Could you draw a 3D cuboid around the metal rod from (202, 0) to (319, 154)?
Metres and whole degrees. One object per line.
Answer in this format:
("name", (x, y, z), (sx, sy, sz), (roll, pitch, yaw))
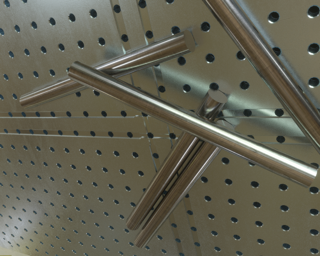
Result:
("metal rod", (0.097, -0.079, 0.311), (0.025, 0.025, 0.300), (-34, 100, 38))

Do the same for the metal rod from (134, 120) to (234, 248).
("metal rod", (0.022, 0.101, 0.462), (0.025, 0.025, 0.298), (34, 129, 6))

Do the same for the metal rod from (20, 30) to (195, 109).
("metal rod", (-0.091, -0.068, 0.417), (0.300, 0.025, 0.025), (-12, 112, 33))

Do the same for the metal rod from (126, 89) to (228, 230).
("metal rod", (0.009, 0.065, 0.446), (0.025, 0.025, 0.298), (34, 129, 6))

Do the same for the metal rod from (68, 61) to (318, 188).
("metal rod", (0.026, -0.010, 0.357), (0.301, 0.025, 0.025), (25, 127, 12))
